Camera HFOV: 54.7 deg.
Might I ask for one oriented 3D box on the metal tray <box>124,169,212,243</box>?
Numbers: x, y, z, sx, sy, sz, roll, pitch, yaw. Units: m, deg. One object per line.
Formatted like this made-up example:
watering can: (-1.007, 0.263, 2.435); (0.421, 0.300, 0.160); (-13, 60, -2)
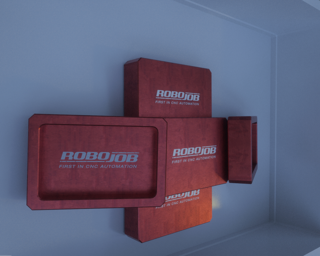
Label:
metal tray: (0.015, 0.090, 0.413); (0.131, 0.030, 0.089); (-1, 91, -40)

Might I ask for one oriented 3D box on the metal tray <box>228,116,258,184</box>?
metal tray: (0.128, 0.027, 0.467); (0.130, 0.030, 0.089); (-6, 95, -69)

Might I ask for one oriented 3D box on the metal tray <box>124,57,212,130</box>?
metal tray: (0.015, -0.039, 0.412); (0.131, 0.030, 0.089); (-1, 91, -40)

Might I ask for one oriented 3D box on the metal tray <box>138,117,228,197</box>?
metal tray: (0.034, 0.032, 0.391); (0.131, 0.030, 0.089); (-2, 91, -40)

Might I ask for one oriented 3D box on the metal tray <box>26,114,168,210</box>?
metal tray: (-0.060, 0.033, 0.311); (0.131, 0.030, 0.089); (1, 90, -11)
